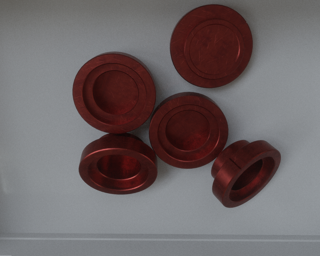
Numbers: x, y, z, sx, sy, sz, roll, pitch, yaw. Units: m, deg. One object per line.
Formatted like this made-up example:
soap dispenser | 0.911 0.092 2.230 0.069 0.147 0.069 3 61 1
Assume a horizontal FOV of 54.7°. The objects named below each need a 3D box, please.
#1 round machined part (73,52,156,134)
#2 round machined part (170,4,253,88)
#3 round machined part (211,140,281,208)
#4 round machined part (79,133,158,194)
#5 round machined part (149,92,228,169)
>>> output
round machined part | -0.054 -0.045 0.385 0.099 0.042 0.097 0 110 0
round machined part | 0.061 -0.095 0.368 0.099 0.042 0.097 0 110 0
round machined part | 0.106 0.054 0.406 0.099 0.042 0.097 -23 136 -23
round machined part | -0.052 0.043 0.405 0.099 0.042 0.097 -1 136 -1
round machined part | 0.035 0.000 0.402 0.099 0.042 0.097 0 110 0
